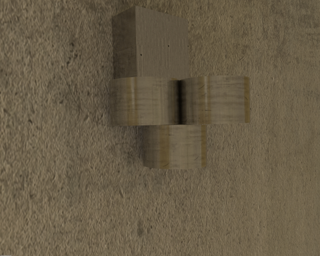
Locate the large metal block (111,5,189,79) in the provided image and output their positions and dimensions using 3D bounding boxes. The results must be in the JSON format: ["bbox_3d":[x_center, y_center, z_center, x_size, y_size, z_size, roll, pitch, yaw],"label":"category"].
[{"bbox_3d":[-0.011,-0.095,0.381,0.081,0.050,0.079,-2,92,-40],"label":"large metal block"}]

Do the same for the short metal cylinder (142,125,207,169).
[{"bbox_3d":[0.018,0.021,0.386,0.081,0.080,0.050,-1,91,-40],"label":"short metal cylinder"}]

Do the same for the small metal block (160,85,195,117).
[{"bbox_3d":[0.022,-0.030,0.411,0.025,0.050,0.050,1,89,-40],"label":"small metal block"}]

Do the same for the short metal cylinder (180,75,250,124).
[{"bbox_3d":[0.062,-0.030,0.358,0.081,0.080,0.050,-3,92,-40],"label":"short metal cylinder"}]

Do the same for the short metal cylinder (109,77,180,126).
[{"bbox_3d":[-0.017,-0.029,0.356,0.081,0.080,0.050,-3,92,-40],"label":"short metal cylinder"}]
